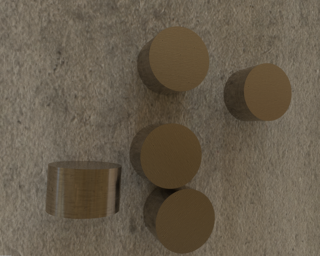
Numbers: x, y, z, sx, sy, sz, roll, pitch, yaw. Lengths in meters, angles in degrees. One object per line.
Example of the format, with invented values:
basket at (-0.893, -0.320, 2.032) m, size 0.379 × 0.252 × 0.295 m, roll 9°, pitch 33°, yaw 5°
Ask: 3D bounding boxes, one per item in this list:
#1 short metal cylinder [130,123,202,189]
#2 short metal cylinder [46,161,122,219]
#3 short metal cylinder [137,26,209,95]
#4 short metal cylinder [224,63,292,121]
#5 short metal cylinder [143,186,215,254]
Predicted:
short metal cylinder at (0.006, 0.034, 0.399) m, size 0.081 × 0.050 × 0.079 m, roll 0°, pitch 90°, yaw -21°
short metal cylinder at (-0.085, 0.066, 0.349) m, size 0.081 × 0.080 × 0.050 m, roll 3°, pitch 89°, yaw -20°
short metal cylinder at (0.016, -0.085, 0.403) m, size 0.081 × 0.050 × 0.079 m, roll 0°, pitch 90°, yaw -21°
short metal cylinder at (0.141, -0.050, 0.449) m, size 0.081 × 0.050 × 0.079 m, roll 0°, pitch 90°, yaw -21°
short metal cylinder at (0.024, 0.115, 0.406) m, size 0.081 × 0.050 × 0.079 m, roll 0°, pitch 90°, yaw -21°
